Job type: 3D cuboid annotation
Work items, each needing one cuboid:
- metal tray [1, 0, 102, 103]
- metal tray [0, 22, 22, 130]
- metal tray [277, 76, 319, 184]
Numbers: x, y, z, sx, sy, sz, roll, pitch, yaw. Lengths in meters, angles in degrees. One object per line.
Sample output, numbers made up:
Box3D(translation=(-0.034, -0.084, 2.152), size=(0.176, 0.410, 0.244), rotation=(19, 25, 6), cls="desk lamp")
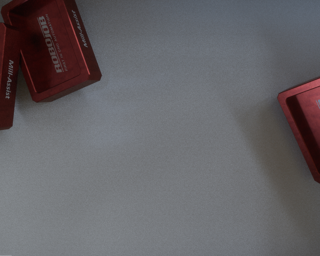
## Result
Box3D(translation=(-0.138, -0.107, 0.393), size=(0.090, 0.030, 0.129), rotation=(-20, 90, 19), cls="metal tray")
Box3D(translation=(-0.228, -0.068, 0.389), size=(0.090, 0.030, 0.129), rotation=(11, 97, 12), cls="metal tray")
Box3D(translation=(0.214, -0.001, 0.380), size=(0.030, 0.090, 0.129), rotation=(-25, 90, -37), cls="metal tray")
